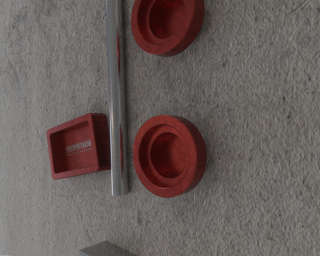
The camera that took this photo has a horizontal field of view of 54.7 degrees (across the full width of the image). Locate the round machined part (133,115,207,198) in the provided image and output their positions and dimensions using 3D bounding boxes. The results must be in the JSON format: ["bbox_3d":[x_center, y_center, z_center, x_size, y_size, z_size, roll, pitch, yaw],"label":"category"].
[{"bbox_3d":[0.016,0.033,0.381,0.098,0.042,0.097,0,90,40],"label":"round machined part"}]

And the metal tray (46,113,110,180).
[{"bbox_3d":[-0.136,0.033,0.514,0.130,0.030,0.090,-16,80,38],"label":"metal tray"}]

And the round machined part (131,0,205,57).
[{"bbox_3d":[0.014,-0.136,0.383,0.098,0.042,0.097,0,90,40],"label":"round machined part"}]

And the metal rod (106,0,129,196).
[{"bbox_3d":[-0.063,-0.052,0.457,0.025,0.025,0.298,-3,88,40],"label":"metal rod"}]

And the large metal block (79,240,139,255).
[{"bbox_3d":[-0.074,0.222,0.450,0.080,0.050,0.079,6,94,39],"label":"large metal block"}]
